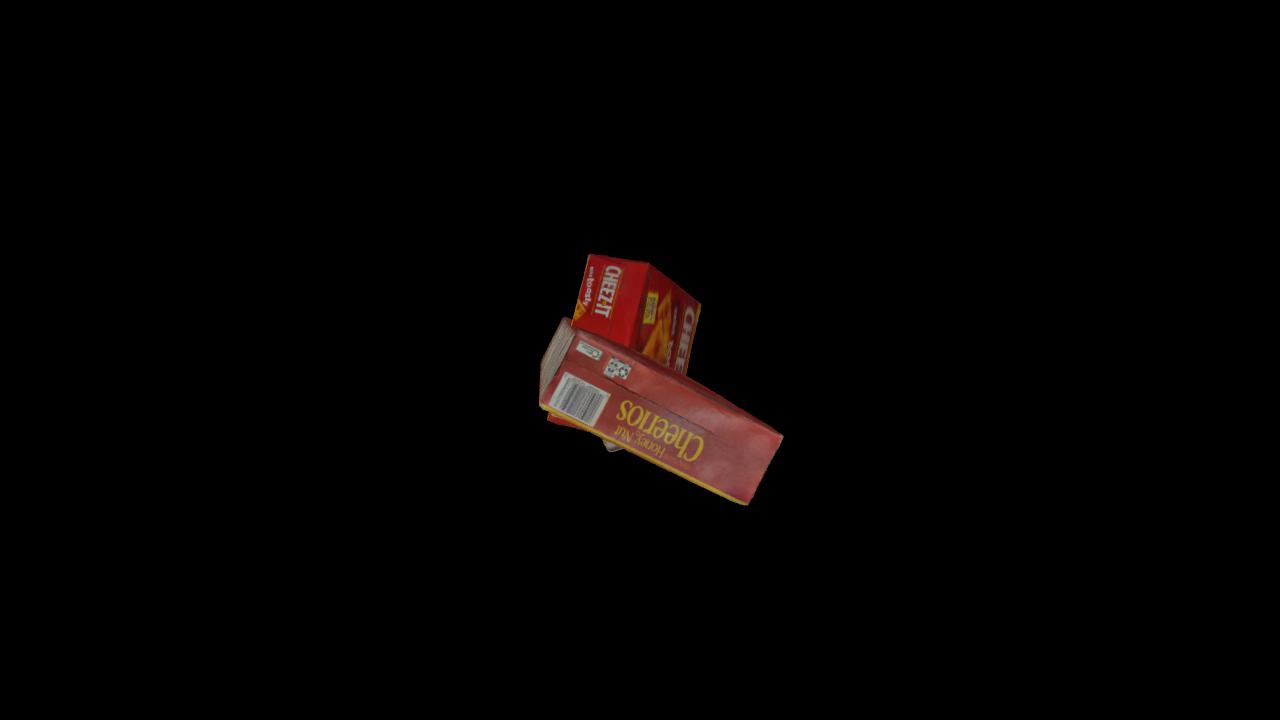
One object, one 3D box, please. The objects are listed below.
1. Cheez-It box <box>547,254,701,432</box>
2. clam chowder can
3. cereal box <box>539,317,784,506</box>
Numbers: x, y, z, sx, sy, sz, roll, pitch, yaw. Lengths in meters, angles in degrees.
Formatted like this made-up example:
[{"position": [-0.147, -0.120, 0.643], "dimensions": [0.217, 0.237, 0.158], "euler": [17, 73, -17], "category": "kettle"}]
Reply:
[{"position": [-0.004, -0.006, 0.663], "dimensions": [0.071, 0.166, 0.223], "euler": [13, -1, 19], "category": "Cheez-It box"}, {"position": [-0.023, 0.035, 0.631], "dimensions": [0.068, 0.102, 0.068], "euler": [-24, -1, 0], "category": "clam chowder can"}, {"position": [-0.002, 0.035, 0.650], "dimensions": [0.203, 0.081, 0.306], "euler": [27, 1, -11], "category": "cereal box"}]
